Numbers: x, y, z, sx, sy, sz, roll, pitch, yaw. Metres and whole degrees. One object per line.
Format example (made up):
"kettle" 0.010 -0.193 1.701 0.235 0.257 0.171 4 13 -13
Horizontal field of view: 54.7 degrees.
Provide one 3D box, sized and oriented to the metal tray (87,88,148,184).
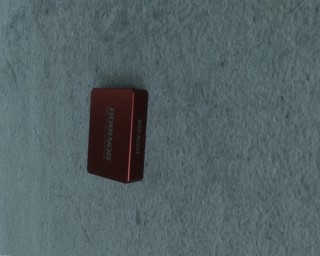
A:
"metal tray" -0.064 0.008 0.452 0.090 0.030 0.129 6 94 39
